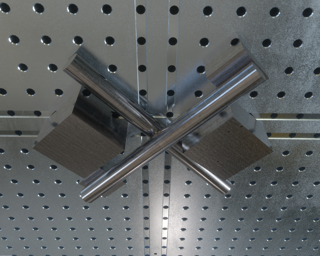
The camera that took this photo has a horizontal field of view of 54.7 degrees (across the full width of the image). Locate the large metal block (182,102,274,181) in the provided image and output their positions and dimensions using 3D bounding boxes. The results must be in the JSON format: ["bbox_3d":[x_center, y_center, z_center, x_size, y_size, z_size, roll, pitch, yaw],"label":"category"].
[{"bbox_3d":[0.086,0.014,0.408,0.080,0.050,0.080,35,122,-26],"label":"large metal block"}]

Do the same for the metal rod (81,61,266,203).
[{"bbox_3d":[-0.002,0.020,0.395,0.299,0.025,0.025,-37,121,27],"label":"metal rod"}]

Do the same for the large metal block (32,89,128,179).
[{"bbox_3d":[-0.101,0.010,0.403,0.080,0.050,0.080,-36,122,26],"label":"large metal block"}]

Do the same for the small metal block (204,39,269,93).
[{"bbox_3d":[0.088,-0.064,0.358,0.050,0.025,0.050,-37,122,27],"label":"small metal block"}]

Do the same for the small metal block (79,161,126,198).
[{"bbox_3d":[-0.087,0.075,0.475,0.050,0.025,0.050,37,121,-27],"label":"small metal block"}]

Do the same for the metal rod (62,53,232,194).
[{"bbox_3d":[0.001,0.010,0.418,0.025,0.025,0.301,-35,122,26],"label":"metal rod"}]
